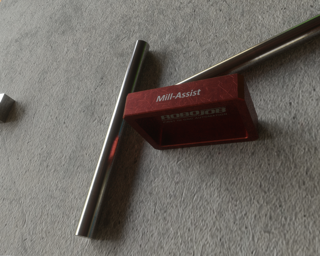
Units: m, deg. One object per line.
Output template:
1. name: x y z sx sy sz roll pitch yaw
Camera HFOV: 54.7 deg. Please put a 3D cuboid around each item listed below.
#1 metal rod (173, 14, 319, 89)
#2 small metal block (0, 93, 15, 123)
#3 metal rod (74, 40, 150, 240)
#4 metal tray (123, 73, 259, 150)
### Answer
1. metal rod: 0.139 -0.100 0.391 0.301 0.025 0.025 -25 53 12
2. small metal block: -0.311 -0.035 0.585 0.050 0.025 0.050 -4 60 26
3. metal rod: -0.059 -0.001 0.434 0.025 0.025 0.300 -1 61 27
4. metal tray: 0.037 -0.012 0.349 0.130 0.090 0.030 -7 59 24
